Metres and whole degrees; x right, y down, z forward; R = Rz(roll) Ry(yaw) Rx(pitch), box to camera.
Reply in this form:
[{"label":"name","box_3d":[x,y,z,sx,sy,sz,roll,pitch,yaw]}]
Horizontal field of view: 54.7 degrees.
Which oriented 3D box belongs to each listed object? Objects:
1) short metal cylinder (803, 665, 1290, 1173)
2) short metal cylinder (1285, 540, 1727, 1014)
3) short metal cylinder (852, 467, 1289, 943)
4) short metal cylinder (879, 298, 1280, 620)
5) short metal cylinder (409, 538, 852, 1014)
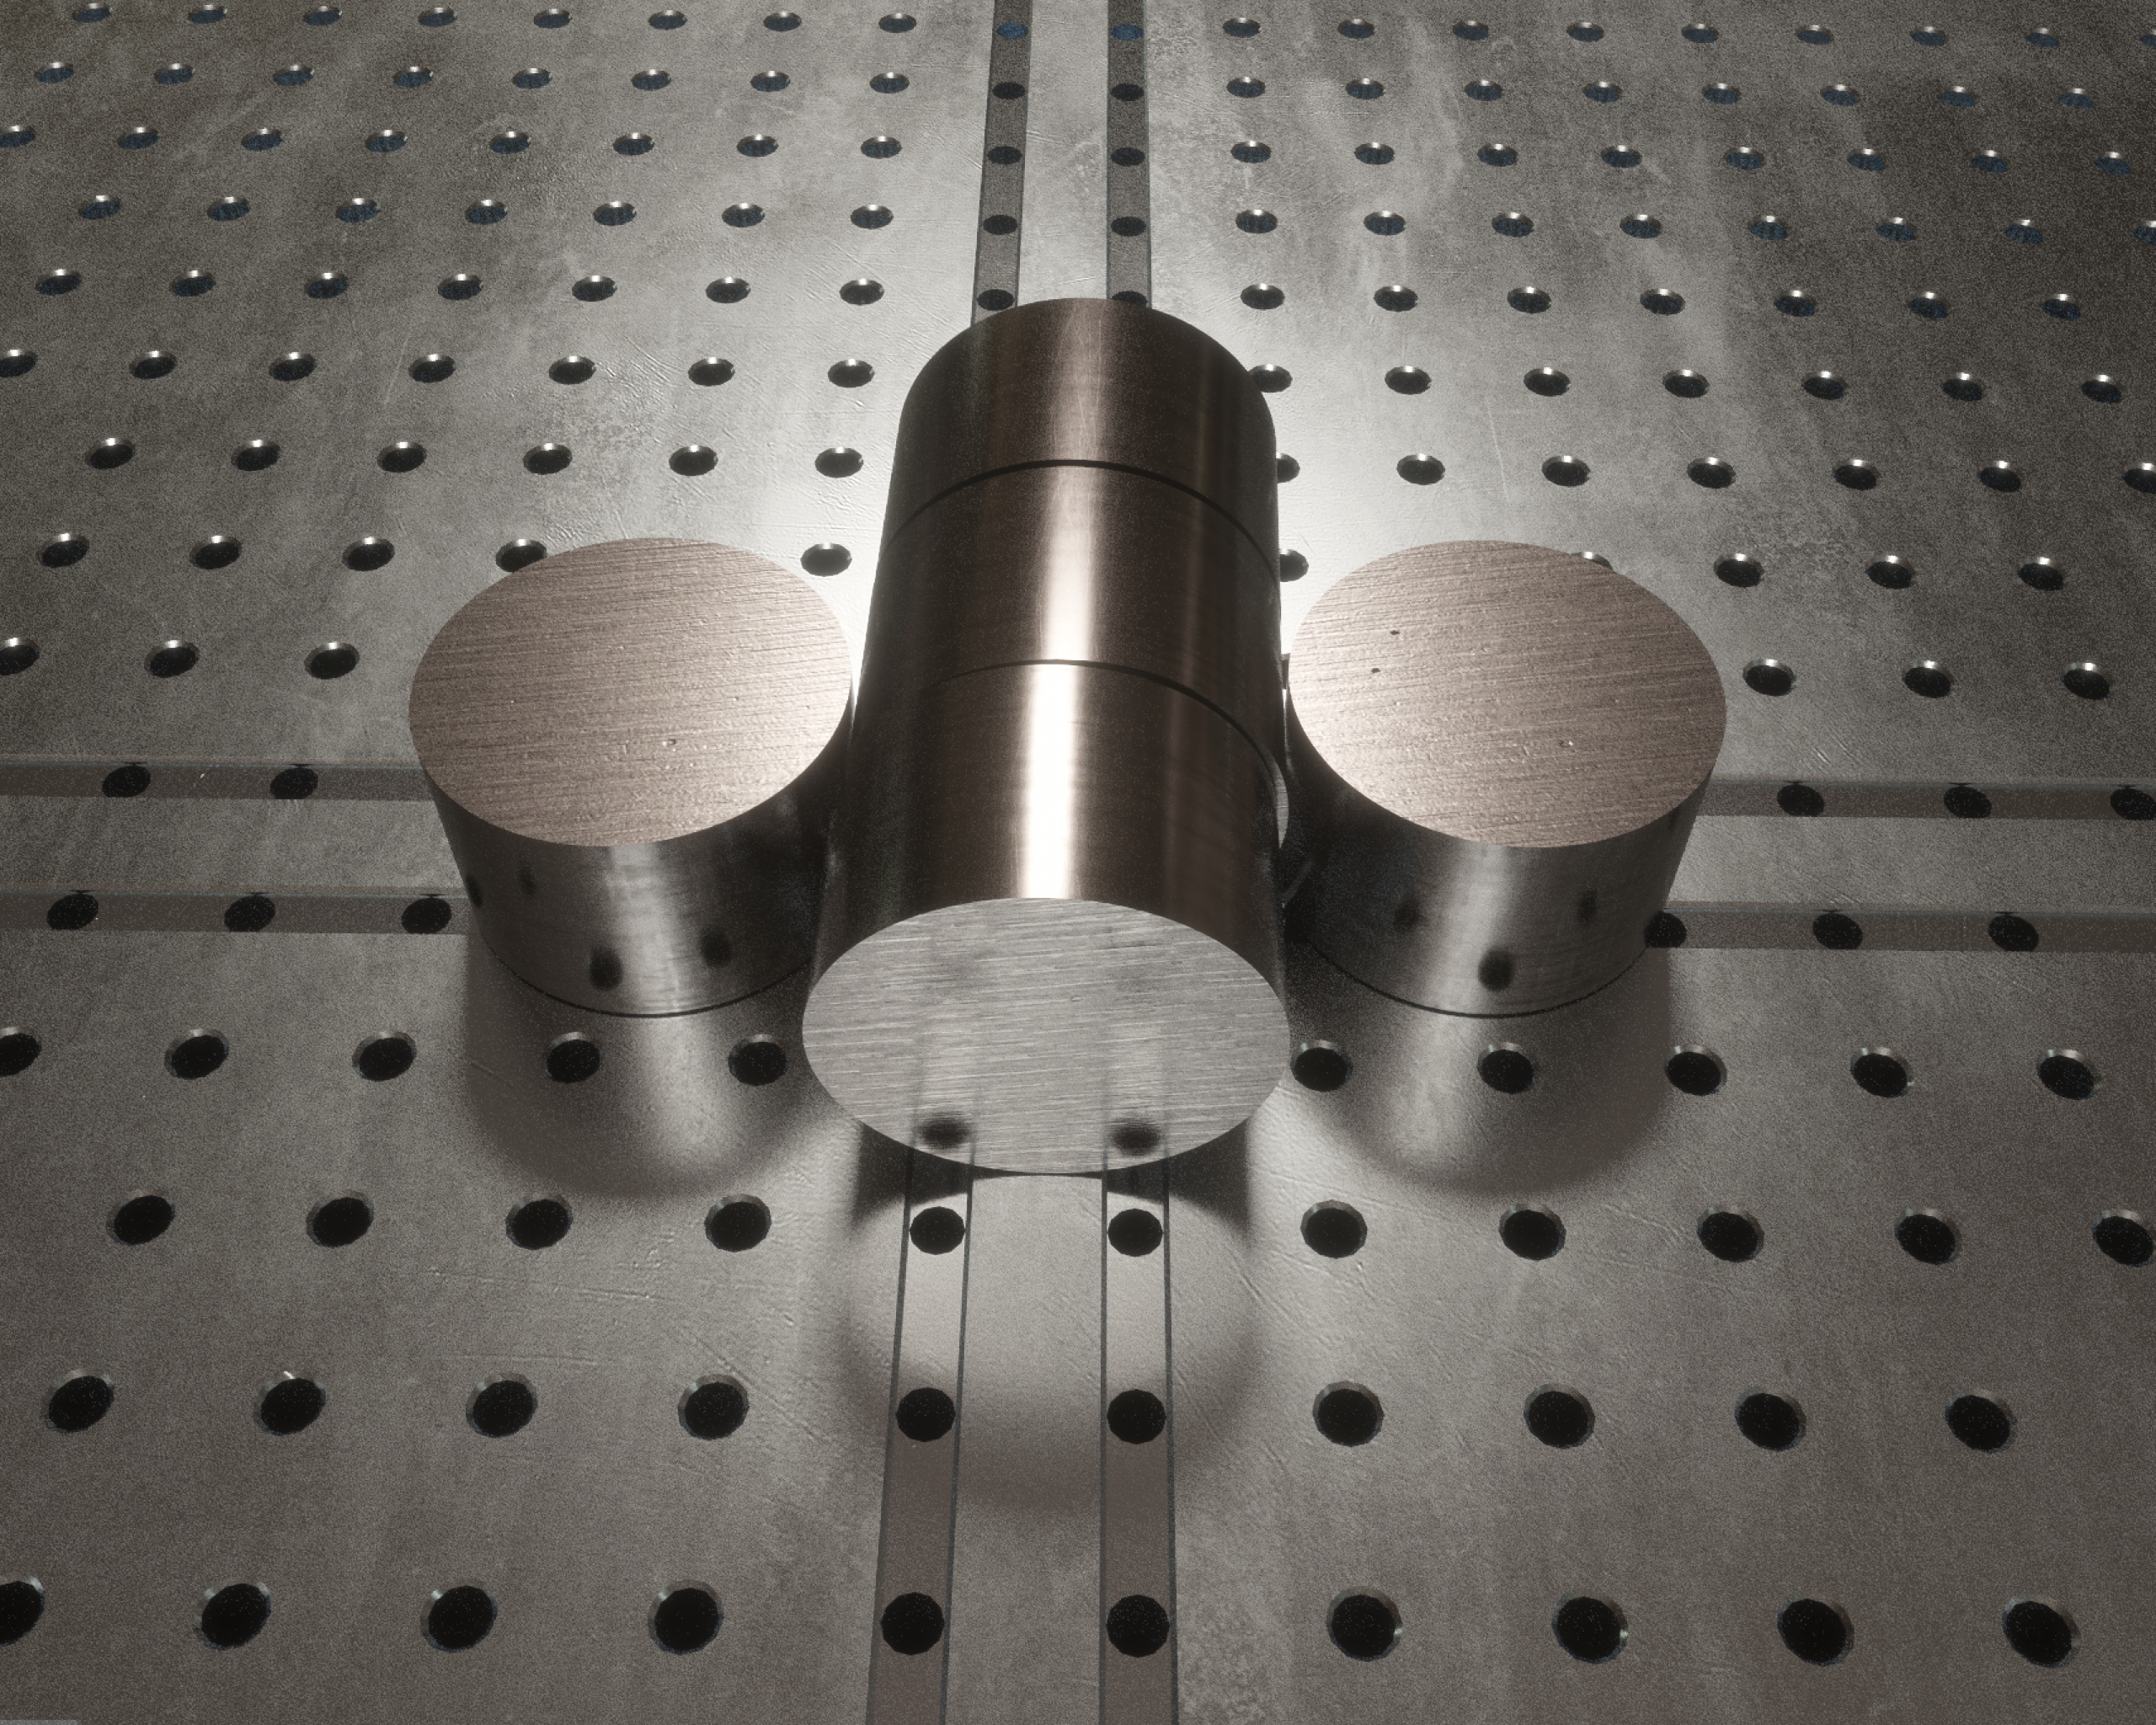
[{"label":"short metal cylinder","box_3d":[-0.005,0.012,0.362,0.081,0.080,0.050,1,50,0]},{"label":"short metal cylinder","box_3d":[0.079,-0.017,0.406,0.081,0.050,0.080,0,50,0]},{"label":"short metal cylinder","box_3d":[-0.001,-0.028,0.395,0.081,0.080,0.050,2,50,1]},{"label":"short metal cylinder","box_3d":[0.001,-0.067,0.427,0.081,0.080,0.050,2,50,1]},{"label":"short metal cylinder","box_3d":[-0.082,-0.018,0.404,0.081,0.050,0.080,0,50,0]}]
